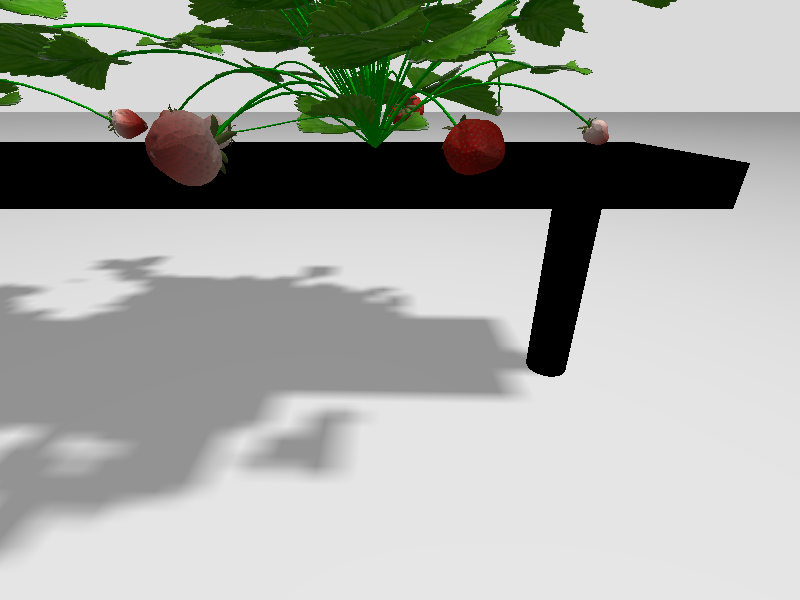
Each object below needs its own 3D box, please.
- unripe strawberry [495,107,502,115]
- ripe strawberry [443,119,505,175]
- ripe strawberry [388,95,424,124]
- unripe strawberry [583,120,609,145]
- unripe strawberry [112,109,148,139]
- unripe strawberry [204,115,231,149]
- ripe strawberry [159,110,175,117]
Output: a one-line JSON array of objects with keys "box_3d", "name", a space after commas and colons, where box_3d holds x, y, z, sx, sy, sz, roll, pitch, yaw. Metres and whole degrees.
[{"box_3d": [0.115, -0.221, 0.468, 0.009, 0.010, 0.010, 20, 33, 34], "name": "unripe strawberry"}, {"box_3d": [0.036, -0.071, 0.191, 0.029, 0.026, 0.027, -10, 41, -19], "name": "ripe strawberry"}, {"box_3d": [0.008, -0.250, 0.529, 0.050, 0.045, 0.045, 3, 16, 6], "name": "ripe strawberry"}, {"box_3d": [0.167, -0.141, 0.338, 0.022, 0.019, 0.022, 29, 20, -18], "name": "unripe strawberry"}, {"box_3d": [-0.261, -0.170, 0.387, 0.028, 0.027, 0.030, -3, 26, -20], "name": "unripe strawberry"}, {"box_3d": [-0.150, -0.133, 0.319, 0.026, 0.025, 0.024, -2, 27, -2], "name": "unripe strawberry"}, {"box_3d": [-0.233, -0.178, 0.410, 0.028, 0.028, 0.026, -38, 4, 35], "name": "ripe strawberry"}]
